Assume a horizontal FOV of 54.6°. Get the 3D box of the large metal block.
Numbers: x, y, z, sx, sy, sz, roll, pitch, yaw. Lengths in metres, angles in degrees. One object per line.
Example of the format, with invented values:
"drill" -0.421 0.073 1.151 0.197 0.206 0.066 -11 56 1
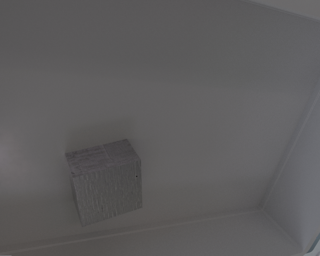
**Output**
"large metal block" -0.070 0.069 0.396 0.081 0.050 0.079 -13 124 -21
